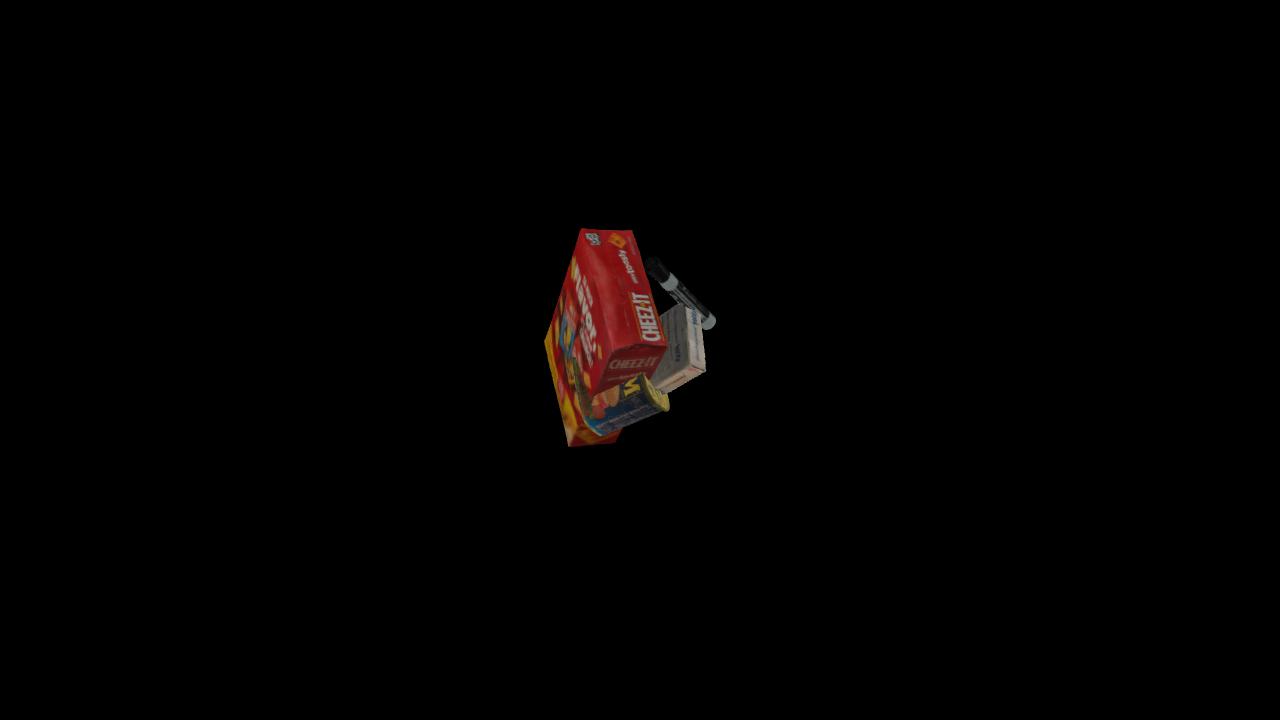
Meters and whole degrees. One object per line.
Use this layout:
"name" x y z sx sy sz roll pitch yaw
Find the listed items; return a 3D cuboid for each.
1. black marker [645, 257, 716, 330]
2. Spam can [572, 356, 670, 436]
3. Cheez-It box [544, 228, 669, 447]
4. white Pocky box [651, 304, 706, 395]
"black marker" 0.043 -0.070 0.652 0.020 0.020 0.121 0 -28 41
"Spam can" -0.023 0.024 0.685 0.085 0.101 0.058 -24 -34 17
"Cheez-It box" -0.049 -0.020 0.725 0.071 0.166 0.223 -4 -32 -22
"white Pocky box" 0.011 0.004 0.697 0.028 0.084 0.154 19 -36 -34
